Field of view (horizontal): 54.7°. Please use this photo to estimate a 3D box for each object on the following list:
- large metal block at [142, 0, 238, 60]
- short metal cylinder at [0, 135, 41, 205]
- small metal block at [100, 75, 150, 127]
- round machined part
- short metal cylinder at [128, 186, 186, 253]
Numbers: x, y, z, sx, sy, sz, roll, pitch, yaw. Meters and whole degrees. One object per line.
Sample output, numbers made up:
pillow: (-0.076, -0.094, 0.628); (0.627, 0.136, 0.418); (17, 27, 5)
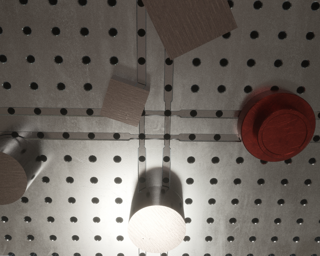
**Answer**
large metal block: (0.030, -0.134, 0.351); (0.080, 0.050, 0.080); (-25, 109, 8)
short metal cylinder: (-0.210, 0.056, 0.418); (0.081, 0.050, 0.079); (0, 110, -1)
small metal block: (-0.045, -0.035, 0.400); (0.050, 0.025, 0.050); (18, 109, -7)
round machined part: (0.156, 0.002, 0.407); (0.099, 0.042, 0.097); (0, 110, -1)
short metal cylinder: (-0.004, 0.132, 0.449); (0.081, 0.050, 0.079); (0, 110, 0)
